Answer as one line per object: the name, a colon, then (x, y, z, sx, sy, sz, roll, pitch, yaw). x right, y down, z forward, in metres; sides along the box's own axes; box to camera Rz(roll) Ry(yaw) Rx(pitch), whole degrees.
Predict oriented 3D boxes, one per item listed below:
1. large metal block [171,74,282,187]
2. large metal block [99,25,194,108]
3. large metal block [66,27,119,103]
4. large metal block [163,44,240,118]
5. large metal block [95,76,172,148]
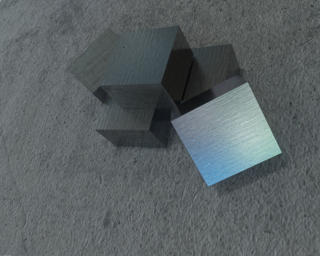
large metal block: (0.066, 0.001, 0.325, 0.080, 0.080, 0.050, -27, 15, 10)
large metal block: (-0.014, -0.070, 0.371, 0.080, 0.050, 0.080, 2, 63, 29)
large metal block: (-0.078, -0.086, 0.453, 0.050, 0.080, 0.080, 44, 86, 6)
large metal block: (0.052, -0.056, 0.396, 0.080, 0.050, 0.080, 0, 62, 28)
large metal block: (-0.029, -0.021, 0.413, 0.080, 0.050, 0.080, 0, 62, 28)
